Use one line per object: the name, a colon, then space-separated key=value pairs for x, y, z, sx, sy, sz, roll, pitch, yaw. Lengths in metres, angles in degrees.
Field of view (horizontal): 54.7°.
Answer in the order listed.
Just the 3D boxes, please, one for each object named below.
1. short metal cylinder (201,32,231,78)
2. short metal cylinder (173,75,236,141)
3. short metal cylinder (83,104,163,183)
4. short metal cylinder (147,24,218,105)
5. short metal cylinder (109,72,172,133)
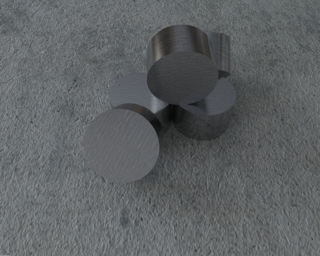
short metal cylinder: x=0.060 y=-0.100 z=0.445 sx=0.081 sy=0.080 sz=0.050 roll=0 pitch=88 yaw=0
short metal cylinder: x=0.057 y=-0.030 z=0.413 sx=0.081 sy=0.050 sz=0.080 roll=0 pitch=50 yaw=0
short metal cylinder: x=-0.038 y=0.015 z=0.347 sx=0.080 sy=0.079 sz=0.050 roll=6 pitch=11 yaw=4
short metal cylinder: x=0.025 y=-0.073 z=0.366 sx=0.081 sy=0.080 sz=0.050 roll=-1 pitch=50 yaw=-1
short metal cylinder: x=-0.024 y=-0.029 z=0.412 sx=0.081 sy=0.050 sz=0.080 roll=0 pitch=50 yaw=0
